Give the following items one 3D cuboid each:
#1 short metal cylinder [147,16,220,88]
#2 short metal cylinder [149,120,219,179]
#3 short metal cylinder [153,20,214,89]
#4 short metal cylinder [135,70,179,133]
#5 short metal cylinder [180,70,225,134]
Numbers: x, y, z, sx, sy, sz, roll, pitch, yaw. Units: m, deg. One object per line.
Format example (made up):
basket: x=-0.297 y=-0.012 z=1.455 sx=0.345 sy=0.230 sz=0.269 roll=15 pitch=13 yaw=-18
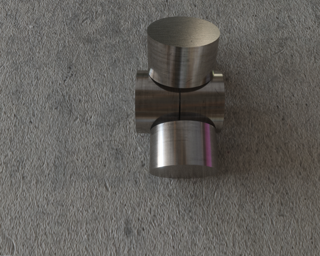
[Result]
short metal cylinder: x=0.026 y=-0.089 z=0.359 sx=0.081 sy=0.050 sz=0.080 roll=1 pitch=41 yaw=0
short metal cylinder: x=0.028 y=0.029 z=0.370 sx=0.081 sy=0.080 sz=0.050 roll=0 pitch=70 yaw=0
short metal cylinder: x=0.031 y=-0.102 z=0.435 sx=0.081 sy=0.050 sz=0.080 roll=0 pitch=70 yaw=0
short metal cylinder: x=-0.003 y=-0.033 z=0.393 sx=0.050 sy=0.080 sz=0.080 roll=1 pitch=70 yaw=0
short metal cylinder: x=0.049 y=-0.033 z=0.392 sx=0.050 sy=0.080 sz=0.080 roll=0 pitch=70 yaw=0
